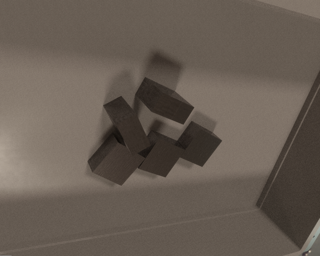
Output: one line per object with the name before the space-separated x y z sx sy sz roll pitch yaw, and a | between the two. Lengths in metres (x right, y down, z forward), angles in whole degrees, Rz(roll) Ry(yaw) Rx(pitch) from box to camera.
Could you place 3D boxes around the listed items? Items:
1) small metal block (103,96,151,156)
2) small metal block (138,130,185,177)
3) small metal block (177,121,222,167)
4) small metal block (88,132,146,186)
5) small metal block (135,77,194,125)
small metal block | -0.040 -0.003 0.370 0.025 0.050 0.050 -30 129 -10
small metal block | -0.002 0.036 0.432 0.050 0.025 0.050 25 105 -37
small metal block | 0.055 0.024 0.456 0.050 0.025 0.050 26 104 -38
small metal block | -0.056 0.042 0.405 0.050 0.025 0.050 -49 129 6
small metal block | 0.005 -0.033 0.376 0.050 0.050 0.025 21 107 -36
